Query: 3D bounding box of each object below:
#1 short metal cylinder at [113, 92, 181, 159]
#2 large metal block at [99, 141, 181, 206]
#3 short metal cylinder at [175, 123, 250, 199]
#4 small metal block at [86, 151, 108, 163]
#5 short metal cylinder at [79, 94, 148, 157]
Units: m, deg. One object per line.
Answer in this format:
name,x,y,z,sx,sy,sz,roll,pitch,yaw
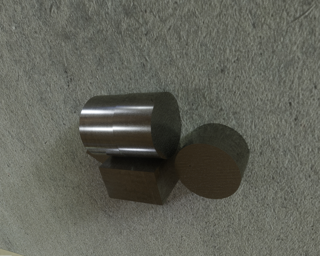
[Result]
short metal cylinder,-0.013,-0.003,0.378,0.050,0.080,0.080,1,119,28
large metal block,-0.021,0.054,0.418,0.080,0.080,0.050,1,119,28
short metal cylinder,0.065,0.040,0.382,0.080,0.050,0.079,13,124,21
small metal block,-0.078,0.028,0.468,0.050,0.025,0.050,33,129,6
short metal cylinder,-0.058,-0.003,0.402,0.050,0.080,0.080,1,119,28
